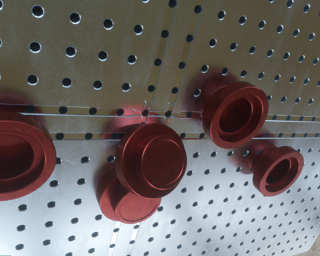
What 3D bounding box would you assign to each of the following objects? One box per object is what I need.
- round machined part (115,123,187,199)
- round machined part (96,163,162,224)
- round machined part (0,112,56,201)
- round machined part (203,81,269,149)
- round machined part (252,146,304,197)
[{"bbox_3d":[-0.004,0.042,0.398,0.099,0.042,0.097,1,88,-33],"label":"round machined part"},{"bbox_3d":[-0.037,0.097,0.442,0.099,0.042,0.097,-14,125,-21],"label":"round machined part"},{"bbox_3d":[-0.164,0.026,0.327,0.099,0.042,0.097,-14,125,-21],"label":"round machined part"},{"bbox_3d":[0.103,-0.022,0.445,0.099,0.042,0.097,-14,125,-21],"label":"round machined part"},{"bbox_3d":[0.207,0.073,0.562,0.099,0.042,0.097,-14,125,-21],"label":"round machined part"}]
